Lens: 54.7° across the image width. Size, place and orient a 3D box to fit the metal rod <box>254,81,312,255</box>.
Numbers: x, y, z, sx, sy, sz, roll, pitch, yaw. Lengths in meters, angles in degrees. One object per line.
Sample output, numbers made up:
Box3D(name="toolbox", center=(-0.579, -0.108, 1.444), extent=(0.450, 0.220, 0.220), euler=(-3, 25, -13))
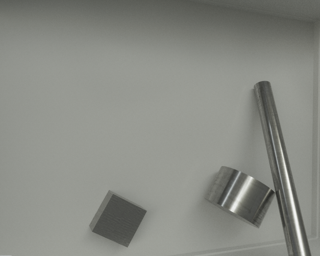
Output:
Box3D(name="metal rod", center=(0.161, 0.068, 0.404), extent=(0.025, 0.025, 0.299), euler=(9, 61, -20))

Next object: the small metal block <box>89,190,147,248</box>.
Box3D(name="small metal block", center=(-0.053, 0.114, 0.392), extent=(0.050, 0.025, 0.050), euler=(32, 80, -18))

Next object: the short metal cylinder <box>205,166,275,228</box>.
Box3D(name="short metal cylinder", center=(0.108, 0.094, 0.423), extent=(0.080, 0.080, 0.050), euler=(34, 79, -17))
